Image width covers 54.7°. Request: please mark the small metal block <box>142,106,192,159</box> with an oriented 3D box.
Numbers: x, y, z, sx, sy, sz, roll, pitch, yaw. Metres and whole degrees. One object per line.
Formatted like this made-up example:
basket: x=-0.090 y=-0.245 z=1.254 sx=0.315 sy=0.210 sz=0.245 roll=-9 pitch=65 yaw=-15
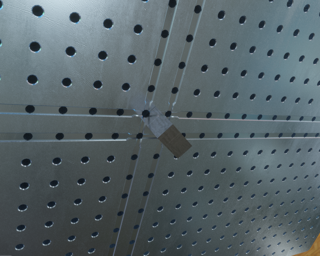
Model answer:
small metal block: x=0.009 y=0.006 z=0.405 sx=0.025 sy=0.050 sz=0.050 roll=-43 pitch=130 yaw=1
